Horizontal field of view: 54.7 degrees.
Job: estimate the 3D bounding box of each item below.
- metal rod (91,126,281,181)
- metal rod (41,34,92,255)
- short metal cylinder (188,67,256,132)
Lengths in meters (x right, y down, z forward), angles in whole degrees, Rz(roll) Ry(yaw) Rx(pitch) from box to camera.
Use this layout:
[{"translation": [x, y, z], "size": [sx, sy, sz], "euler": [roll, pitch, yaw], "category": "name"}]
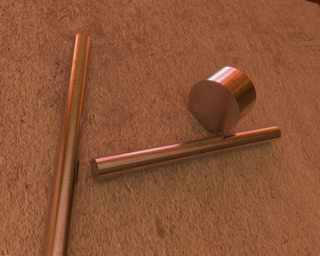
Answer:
[{"translation": [0.056, 0.027, 0.417], "size": [0.303, 0.025, 0.025], "euler": [-8, 66, -32], "category": "metal rod"}, {"translation": [-0.099, 0.011, 0.343], "size": [0.025, 0.025, 0.299], "euler": [11, 57, -22], "category": "metal rod"}, {"translation": [0.088, -0.040, 0.440], "size": [0.080, 0.080, 0.050], "euler": [48, 51, 5], "category": "short metal cylinder"}]
